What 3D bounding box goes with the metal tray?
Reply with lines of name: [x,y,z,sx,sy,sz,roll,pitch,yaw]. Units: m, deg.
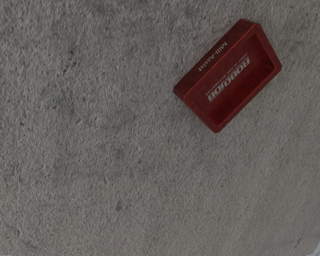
metal tray: [0.092,-0.066,0.412,0.130,0.030,0.090,-46,129,4]
